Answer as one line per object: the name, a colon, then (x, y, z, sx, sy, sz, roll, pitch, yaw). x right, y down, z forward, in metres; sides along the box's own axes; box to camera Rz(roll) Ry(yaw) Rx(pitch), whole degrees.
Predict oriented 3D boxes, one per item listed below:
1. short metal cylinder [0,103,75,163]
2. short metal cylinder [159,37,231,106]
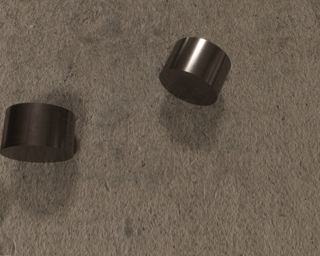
short metal cylinder: (-0.145, 0.008, 0.374, 0.081, 0.080, 0.050, -2, 70, -1)
short metal cylinder: (0.046, -0.072, 0.406, 0.080, 0.080, 0.050, 23, 72, 8)
